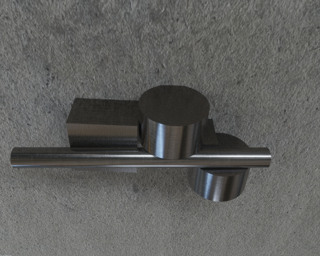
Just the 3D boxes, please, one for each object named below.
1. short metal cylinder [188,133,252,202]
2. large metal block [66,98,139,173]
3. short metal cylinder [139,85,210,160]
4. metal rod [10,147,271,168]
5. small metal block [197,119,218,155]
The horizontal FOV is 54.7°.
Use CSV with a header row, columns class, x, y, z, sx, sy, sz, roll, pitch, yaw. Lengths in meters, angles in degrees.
class,x,y,z,sx,sy,sz,roll,pitch,yaw
short metal cylinder,0.079,0.051,0.417,0.081,0.080,0.050,0,130,-1
large metal block,-0.068,0.010,0.396,0.081,0.050,0.079,2,130,-3
short metal cylinder,0.015,-0.009,0.366,0.081,0.080,0.050,2,130,-2
metal rod,-0.020,0.036,0.372,0.302,0.025,0.025,0,130,-2
small metal block,0.045,0.013,0.402,0.050,0.050,0.025,1,130,-1
